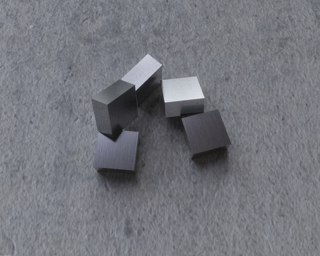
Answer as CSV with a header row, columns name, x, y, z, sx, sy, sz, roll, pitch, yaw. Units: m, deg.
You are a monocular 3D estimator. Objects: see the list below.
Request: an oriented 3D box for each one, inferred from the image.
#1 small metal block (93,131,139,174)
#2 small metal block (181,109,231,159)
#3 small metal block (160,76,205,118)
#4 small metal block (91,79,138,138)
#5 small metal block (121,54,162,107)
name,x,y,z,sx,sy,sz,roll,pitch,yaw
small metal block,-0.054,0.030,0.396,0.050,0.025,0.050,5,70,1
small metal block,0.059,0.008,0.406,0.050,0.025,0.050,-15,71,-6
small metal block,0.029,-0.042,0.413,0.050,0.025,0.050,-7,43,-3
small metal block,-0.055,-0.025,0.385,0.025,0.050,0.050,23,46,27
small metal block,-0.023,-0.063,0.418,0.025,0.050,0.050,40,75,13
